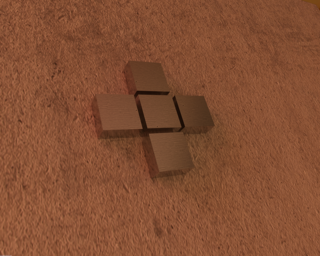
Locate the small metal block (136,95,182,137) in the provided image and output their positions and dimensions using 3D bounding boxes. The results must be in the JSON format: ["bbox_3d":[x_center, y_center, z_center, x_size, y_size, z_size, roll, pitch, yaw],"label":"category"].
[{"bbox_3d":[-0.005,-0.016,0.414,0.050,0.025,0.050,-2,63,-30],"label":"small metal block"}]

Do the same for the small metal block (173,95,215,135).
[{"bbox_3d":[0.044,-0.019,0.442,0.050,0.025,0.050,-2,63,-30],"label":"small metal block"}]

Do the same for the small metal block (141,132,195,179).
[{"bbox_3d":[0.009,0.034,0.391,0.050,0.025,0.050,-2,63,-30],"label":"small metal block"}]

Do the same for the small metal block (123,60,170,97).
[{"bbox_3d":[-0.020,-0.066,0.436,0.050,0.025,0.050,-2,63,-30],"label":"small metal block"}]

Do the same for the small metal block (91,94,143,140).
[{"bbox_3d":[-0.055,-0.014,0.386,0.050,0.025,0.050,-2,63,-30],"label":"small metal block"}]
